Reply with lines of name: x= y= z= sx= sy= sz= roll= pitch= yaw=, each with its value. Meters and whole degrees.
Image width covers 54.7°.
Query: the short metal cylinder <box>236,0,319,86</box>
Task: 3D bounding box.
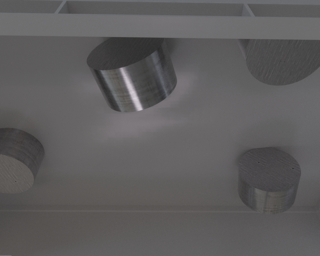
short metal cylinder: x=0.123 y=-0.091 z=0.316 sx=0.081 sy=0.050 sz=0.079 roll=0 pitch=130 yaw=0

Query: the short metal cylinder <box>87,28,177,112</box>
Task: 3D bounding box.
short metal cylinder: x=-0.027 y=-0.061 z=0.321 sx=0.080 sy=0.080 sz=0.050 roll=-12 pitch=129 yaw=10

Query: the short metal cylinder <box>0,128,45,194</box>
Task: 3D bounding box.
short metal cylinder: x=-0.209 y=0.046 z=0.430 sx=0.081 sy=0.050 sz=0.079 roll=0 pitch=130 yaw=0

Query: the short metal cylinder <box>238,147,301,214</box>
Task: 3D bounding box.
short metal cylinder: x=0.152 y=0.073 z=0.437 sx=0.080 sy=0.080 sz=0.050 roll=-6 pitch=130 yaw=5
